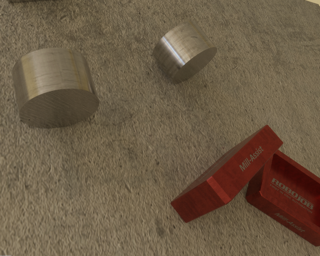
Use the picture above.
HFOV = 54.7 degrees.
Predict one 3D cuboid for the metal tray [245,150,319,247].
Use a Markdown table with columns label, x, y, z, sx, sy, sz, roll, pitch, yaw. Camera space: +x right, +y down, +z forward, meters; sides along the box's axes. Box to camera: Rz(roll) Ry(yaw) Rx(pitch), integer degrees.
| label | x | y | z | sx | sy | sz | roll | pitch | yaw |
| --- | --- | --- | --- | --- | --- | --- | --- | --- | --- |
| metal tray | 0.192 | 0.096 | 0.444 | 0.130 | 0.030 | 0.090 | 34 | 51 | -6 |

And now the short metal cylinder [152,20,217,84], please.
| label | x | y | z | sx | sy | sz | roll | pitch | yaw |
| --- | --- | --- | --- | --- | --- | --- | --- | --- | --- |
| short metal cylinder | 0.036 | -0.110 | 0.455 | 0.081 | 0.080 | 0.050 | -28 | 77 | -37 |

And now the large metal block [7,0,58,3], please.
| label | x | y | z | sx | sy | sz | roll | pitch | yaw |
| --- | --- | --- | --- | --- | --- | --- | --- | --- | --- |
| large metal block | -0.182 | -0.223 | 0.426 | 0.081 | 0.050 | 0.080 | -23 | 74 | -36 |

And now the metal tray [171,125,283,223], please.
| label | x | y | z | sx | sy | sz | roll | pitch | yaw |
| --- | --- | --- | --- | --- | --- | --- | --- | --- | --- |
| metal tray | 0.081 | 0.054 | 0.372 | 0.131 | 0.090 | 0.030 | -33 | 80 | -38 |

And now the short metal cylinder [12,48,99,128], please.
| label | x | y | z | sx | sy | sz | roll | pitch | yaw |
| --- | --- | --- | --- | --- | --- | --- | --- | --- | --- |
| short metal cylinder | -0.111 | -0.040 | 0.333 | 0.081 | 0.080 | 0.050 | -7 | 65 | -31 |
